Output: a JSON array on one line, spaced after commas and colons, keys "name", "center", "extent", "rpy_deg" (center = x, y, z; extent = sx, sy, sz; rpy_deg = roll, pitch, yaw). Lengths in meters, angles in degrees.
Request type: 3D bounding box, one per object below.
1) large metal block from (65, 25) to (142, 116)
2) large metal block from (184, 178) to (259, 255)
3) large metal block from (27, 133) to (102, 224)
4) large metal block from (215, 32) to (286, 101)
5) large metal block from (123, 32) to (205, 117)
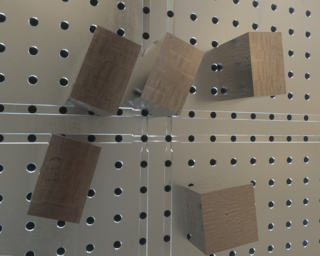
[{"name": "large metal block", "center": [-0.068, -0.060, 0.358], "extent": [0.050, 0.080, 0.080], "rpy_deg": [21, 83, -19]}, {"name": "large metal block", "center": [0.084, 0.118, 0.430], "extent": [0.081, 0.050, 0.080], "rpy_deg": [-7, 92, -20]}, {"name": "large metal block", "center": [-0.107, 0.051, 0.344], "extent": [0.050, 0.080, 0.080], "rpy_deg": [17, 84, -19]}, {"name": "large metal block", "center": [0.122, -0.081, 0.428], "extent": [0.050, 0.080, 0.080], "rpy_deg": [-6, 92, -20]}, {"name": "large metal block", "center": [0.002, -0.061, 0.384], "extent": [0.050, 0.080, 0.080], "rpy_deg": [24, 82, -19]}]
